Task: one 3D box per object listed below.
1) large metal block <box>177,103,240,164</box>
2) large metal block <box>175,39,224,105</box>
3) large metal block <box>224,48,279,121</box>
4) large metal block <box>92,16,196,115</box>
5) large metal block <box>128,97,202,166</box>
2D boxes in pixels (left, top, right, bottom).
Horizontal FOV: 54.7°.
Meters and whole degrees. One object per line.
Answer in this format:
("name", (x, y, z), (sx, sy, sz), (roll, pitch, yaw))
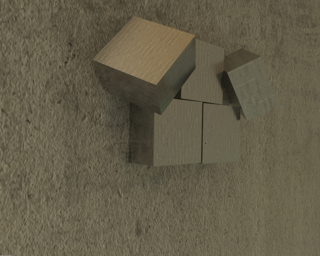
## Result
("large metal block", (0.071, 0.008, 0.449), (0.081, 0.050, 0.079), (2, 89, -40))
("large metal block", (0.042, -0.075, 0.428), (0.081, 0.050, 0.080), (4, 88, -40))
("large metal block", (0.129, -0.069, 0.473), (0.050, 0.080, 0.080), (-26, 112, 6))
("large metal block", (-0.014, -0.072, 0.351), (0.080, 0.080, 0.050), (-55, 157, -26))
("large metal block", (0.008, 0.005, 0.398), (0.081, 0.050, 0.079), (2, 89, -40))
